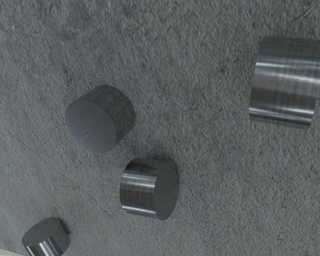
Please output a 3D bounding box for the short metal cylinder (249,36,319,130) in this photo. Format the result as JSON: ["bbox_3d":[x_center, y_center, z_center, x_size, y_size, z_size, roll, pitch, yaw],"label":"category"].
[{"bbox_3d":[0.116,-0.042,0.284,0.050,0.080,0.079,12,123,22],"label":"short metal cylinder"}]

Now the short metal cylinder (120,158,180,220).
[{"bbox_3d":[-0.012,0.083,0.429,0.050,0.080,0.080,3,120,27],"label":"short metal cylinder"}]

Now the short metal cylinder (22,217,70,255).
[{"bbox_3d":[-0.233,0.231,0.637,0.080,0.080,0.050,-6,115,31],"label":"short metal cylinder"}]

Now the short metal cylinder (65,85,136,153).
[{"bbox_3d":[-0.081,-0.012,0.426,0.080,0.050,0.079,13,124,21],"label":"short metal cylinder"}]
